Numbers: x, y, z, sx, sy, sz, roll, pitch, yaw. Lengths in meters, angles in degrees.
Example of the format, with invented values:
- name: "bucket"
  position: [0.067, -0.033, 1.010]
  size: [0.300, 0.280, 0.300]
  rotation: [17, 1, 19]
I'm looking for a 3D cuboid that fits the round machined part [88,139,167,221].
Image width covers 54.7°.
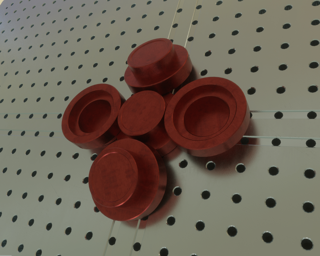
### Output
- name: "round machined part"
  position: [-0.045, 0.060, 0.368]
  size: [0.098, 0.042, 0.098]
  rotation: [-8, 73, 26]

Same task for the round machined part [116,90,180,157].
- name: "round machined part"
  position: [-0.016, -0.011, 0.410]
  size: [0.098, 0.042, 0.098]
  rotation: [-13, 56, 20]

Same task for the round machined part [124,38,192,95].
- name: "round machined part"
  position: [-0.007, -0.091, 0.441]
  size: [0.098, 0.042, 0.098]
  rotation: [-16, 41, 15]

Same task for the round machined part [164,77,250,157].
- name: "round machined part"
  position: [0.058, -0.010, 0.371]
  size: [0.098, 0.042, 0.098]
  rotation: [-13, 56, 20]

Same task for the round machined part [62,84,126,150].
- name: "round machined part"
  position: [-0.089, -0.013, 0.450]
  size: [0.098, 0.042, 0.098]
  rotation: [-13, 56, 20]
